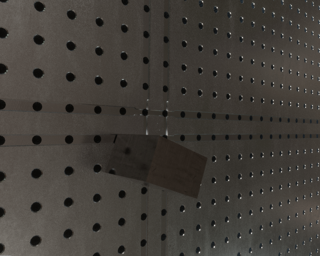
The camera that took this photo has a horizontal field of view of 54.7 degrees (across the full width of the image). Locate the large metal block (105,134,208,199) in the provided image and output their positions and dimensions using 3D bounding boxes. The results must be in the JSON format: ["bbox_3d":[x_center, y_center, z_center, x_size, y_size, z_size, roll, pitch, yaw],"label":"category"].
[{"bbox_3d":[-0.004,0.045,0.372,0.080,0.080,0.050,27,73,-37],"label":"large metal block"}]
